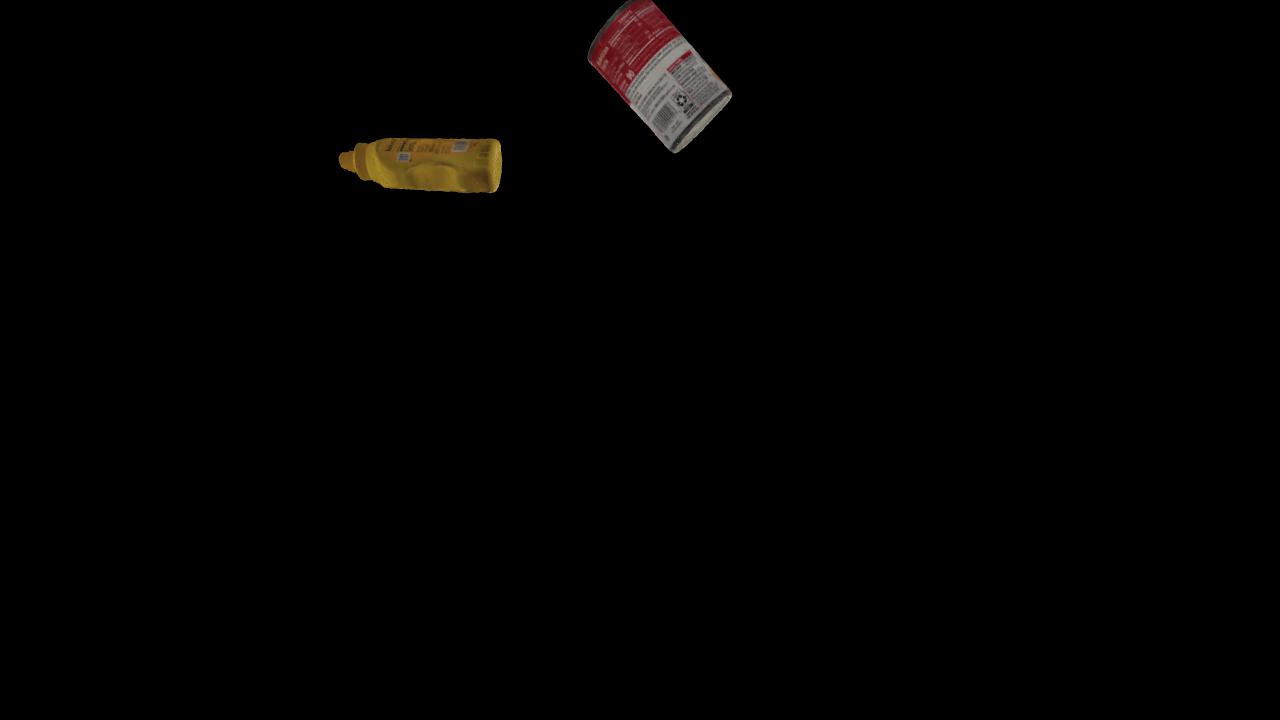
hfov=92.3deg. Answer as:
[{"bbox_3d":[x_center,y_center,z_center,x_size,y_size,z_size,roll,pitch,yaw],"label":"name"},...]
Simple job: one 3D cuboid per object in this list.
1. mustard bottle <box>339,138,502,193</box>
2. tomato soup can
[{"bbox_3d":[-0.262,-0.234,0.732,0.184,0.092,0.054,0,-43,-4],"label":"mustard bottle"},{"bbox_3d":[0.017,-0.226,0.490,0.068,0.101,0.068,-43,5,5],"label":"tomato soup can"}]
